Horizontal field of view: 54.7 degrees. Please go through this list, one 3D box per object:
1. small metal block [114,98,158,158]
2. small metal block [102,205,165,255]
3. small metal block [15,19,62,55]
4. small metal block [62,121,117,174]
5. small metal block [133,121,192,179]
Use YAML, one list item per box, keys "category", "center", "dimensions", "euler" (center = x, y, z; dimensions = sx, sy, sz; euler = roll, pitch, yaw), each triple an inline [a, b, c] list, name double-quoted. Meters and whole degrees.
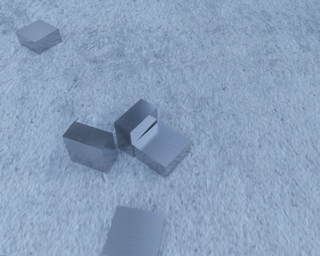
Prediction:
- category: "small metal block"
  center: [-0.028, 0.000, 0.387]
  dimensions: [0.025, 0.050, 0.050]
  euler: [30, 56, 23]
- category: "small metal block"
  center: [-0.024, 0.110, 0.310]
  dimensions: [0.050, 0.025, 0.050]
  euler: [8, 50, 6]
- category: "small metal block"
  center: [-0.208, -0.157, 0.533]
  dimensions: [0.050, 0.025, 0.050]
  euler: [30, 56, 22]
- category: "small metal block"
  center: [-0.081, 0.024, 0.366]
  dimensions: [0.050, 0.050, 0.025]
  euler: [17, 52, 13]
- category: "small metal block"
  center: [0.003, 0.026, 0.382]
  dimensions: [0.050, 0.025, 0.050]
  euler: [33, 57, 24]
